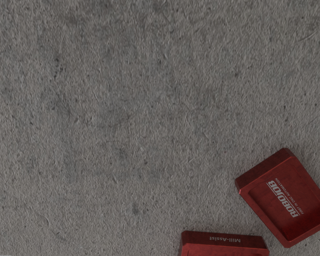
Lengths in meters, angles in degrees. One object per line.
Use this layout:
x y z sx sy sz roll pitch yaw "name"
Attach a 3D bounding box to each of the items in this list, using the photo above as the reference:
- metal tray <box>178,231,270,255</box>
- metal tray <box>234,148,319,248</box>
0.095 0.211 0.485 0.131 0.030 0.089 5 110 -2 "metal tray"
0.182 0.103 0.446 0.090 0.030 0.130 -37 106 12 "metal tray"
